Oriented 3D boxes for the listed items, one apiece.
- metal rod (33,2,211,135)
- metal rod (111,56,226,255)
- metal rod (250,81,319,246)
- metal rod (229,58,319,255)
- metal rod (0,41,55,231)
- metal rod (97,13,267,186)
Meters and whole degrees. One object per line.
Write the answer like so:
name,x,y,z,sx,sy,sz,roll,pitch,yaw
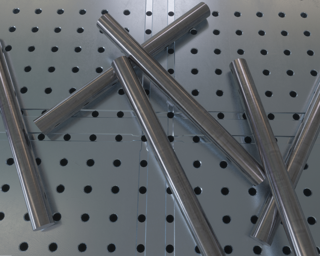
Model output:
metal rod,-0.045,-0.091,0.444,0.301,0.025,0.025,-39,75,-13
metal rod,0.010,0.041,0.383,0.025,0.025,0.299,-24,77,-8
metal rod,0.193,0.011,0.408,0.025,0.025,0.300,29,72,10
metal rod,0.136,0.038,0.377,0.025,0.025,0.299,-9,62,-3
metal rod,-0.197,-0.012,0.415,0.025,0.025,0.299,-22,72,-8
metal rod,0.025,-0.042,0.410,0.025,0.025,0.300,-42,82,-14
